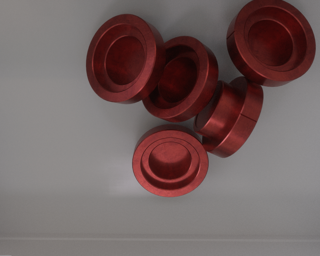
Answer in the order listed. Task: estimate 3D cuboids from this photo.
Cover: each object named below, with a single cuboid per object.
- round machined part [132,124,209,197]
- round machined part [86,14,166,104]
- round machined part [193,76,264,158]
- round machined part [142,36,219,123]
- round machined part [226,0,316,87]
[{"bbox_3d":[0.014,0.040,0.417,0.099,0.042,0.097,0,110,0],"label":"round machined part"},{"bbox_3d":[-0.035,-0.076,0.357,0.098,0.042,0.097,-2,86,32],"label":"round machined part"},{"bbox_3d":[0.074,-0.017,0.366,0.042,0.098,0.097,25,108,-10],"label":"round machined part"},{"bbox_3d":[0.027,-0.053,0.363,0.042,0.098,0.098,19,114,-46],"label":"round machined part"},{"bbox_3d":[0.121,-0.093,0.353,0.099,0.042,0.098,3,79,-13],"label":"round machined part"}]
